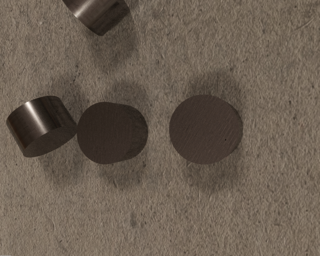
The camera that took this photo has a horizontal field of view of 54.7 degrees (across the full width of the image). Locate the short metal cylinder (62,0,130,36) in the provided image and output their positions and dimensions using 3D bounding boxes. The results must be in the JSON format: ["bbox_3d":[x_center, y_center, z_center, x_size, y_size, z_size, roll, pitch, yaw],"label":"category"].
[{"bbox_3d":[-0.086,-0.170,0.409,0.050,0.080,0.080,-38,78,16],"label":"short metal cylinder"}]

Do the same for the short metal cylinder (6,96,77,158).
[{"bbox_3d":[-0.164,-0.001,0.436,0.080,0.080,0.050,-37,79,16],"label":"short metal cylinder"}]

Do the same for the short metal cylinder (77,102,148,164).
[{"bbox_3d":[-0.063,0.006,0.417,0.080,0.050,0.079,0,90,19],"label":"short metal cylinder"}]

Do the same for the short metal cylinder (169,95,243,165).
[{"bbox_3d":[0.057,0.002,0.375,0.080,0.050,0.079,0,90,19],"label":"short metal cylinder"}]
